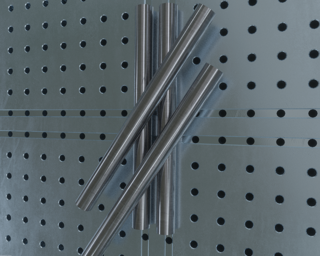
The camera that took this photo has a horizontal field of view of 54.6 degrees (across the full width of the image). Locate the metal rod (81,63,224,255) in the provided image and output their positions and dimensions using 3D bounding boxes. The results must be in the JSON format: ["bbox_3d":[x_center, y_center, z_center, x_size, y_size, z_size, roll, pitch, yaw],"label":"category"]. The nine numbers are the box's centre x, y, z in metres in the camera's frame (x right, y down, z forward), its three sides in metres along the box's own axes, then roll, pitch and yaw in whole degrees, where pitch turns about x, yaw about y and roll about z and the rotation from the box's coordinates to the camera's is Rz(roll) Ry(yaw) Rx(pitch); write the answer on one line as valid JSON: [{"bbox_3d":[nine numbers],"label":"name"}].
[{"bbox_3d":[-0.015,0.053,0.392,0.025,0.025,0.299,36,101,16],"label":"metal rod"}]

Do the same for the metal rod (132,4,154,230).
[{"bbox_3d":[-0.023,-0.014,0.422,0.025,0.025,0.298,1,90,20],"label":"metal rod"}]

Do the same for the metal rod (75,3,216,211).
[{"bbox_3d":[-0.024,-0.017,0.396,0.025,0.025,0.299,36,101,16],"label":"metal rod"}]

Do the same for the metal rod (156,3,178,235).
[{"bbox_3d":[0.009,-0.012,0.410,0.025,0.025,0.298,1,90,20],"label":"metal rod"}]
